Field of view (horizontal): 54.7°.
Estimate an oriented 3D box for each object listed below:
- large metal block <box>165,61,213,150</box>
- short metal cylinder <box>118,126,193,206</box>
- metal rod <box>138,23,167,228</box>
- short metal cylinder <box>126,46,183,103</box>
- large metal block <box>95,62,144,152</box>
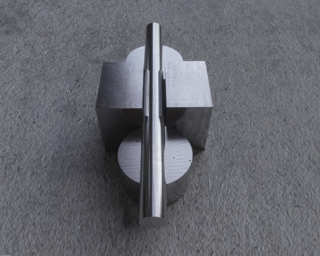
[{"bbox_3d":[0.032,-0.028,0.392,0.050,0.080,0.080,-1,50,-1],"label":"large metal block"},{"bbox_3d":[-0.005,0.043,0.353,0.081,0.050,0.080,0,49,0],"label":"short metal cylinder"},{"bbox_3d":[-0.008,-0.032,0.366,0.025,0.025,0.300,0,50,0],"label":"metal rod"},{"bbox_3d":[-0.008,-0.077,0.453,0.081,0.050,0.080,0,49,0],"label":"short metal cylinder"},{"bbox_3d":[-0.045,-0.026,0.390,0.050,0.080,0.080,-1,50,-1],"label":"large metal block"}]
